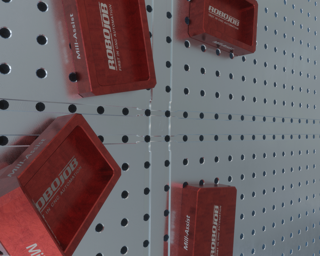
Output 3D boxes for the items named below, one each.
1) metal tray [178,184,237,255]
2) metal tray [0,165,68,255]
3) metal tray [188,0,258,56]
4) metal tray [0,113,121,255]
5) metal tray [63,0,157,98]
[{"bbox_3d":[0.072,0.152,0.466,0.091,0.030,0.129,8,85,-40],"label":"metal tray"},{"bbox_3d":[-0.108,0.101,0.272,0.030,0.090,0.129,-31,110,-23],"label":"metal tray"},{"bbox_3d":[0.104,-0.175,0.490,0.131,0.030,0.090,7,86,-40],"label":"metal tray"},{"bbox_3d":[-0.097,0.059,0.294,0.090,0.030,0.130,60,40,-29],"label":"metal tray"},{"bbox_3d":[-0.056,-0.105,0.357,0.091,0.030,0.129,-14,99,-39],"label":"metal tray"}]
